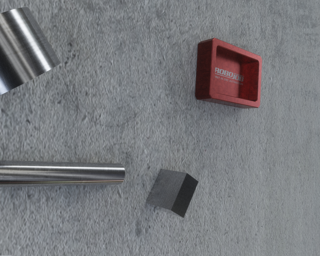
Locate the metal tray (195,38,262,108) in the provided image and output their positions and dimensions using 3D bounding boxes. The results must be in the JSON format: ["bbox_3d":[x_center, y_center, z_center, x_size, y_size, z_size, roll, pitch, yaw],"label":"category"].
[{"bbox_3d":[0.114,-0.083,0.499,0.131,0.030,0.089,6,87,-40],"label":"metal tray"}]

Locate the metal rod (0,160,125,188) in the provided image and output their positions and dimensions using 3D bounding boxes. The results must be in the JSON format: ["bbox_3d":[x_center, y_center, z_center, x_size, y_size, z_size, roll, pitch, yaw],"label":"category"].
[{"bbox_3d":[-0.163,0.040,0.268,0.302,0.025,0.025,7,86,-40],"label":"metal rod"}]

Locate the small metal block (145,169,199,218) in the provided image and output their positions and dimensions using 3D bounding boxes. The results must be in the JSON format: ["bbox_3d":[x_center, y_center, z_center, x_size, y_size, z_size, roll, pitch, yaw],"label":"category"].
[{"bbox_3d":[0.015,0.084,0.404,0.025,0.050,0.050,40,66,-33],"label":"small metal block"}]

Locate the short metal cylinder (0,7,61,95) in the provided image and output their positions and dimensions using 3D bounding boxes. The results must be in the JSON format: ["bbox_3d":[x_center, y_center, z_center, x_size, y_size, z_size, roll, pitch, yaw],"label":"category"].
[{"bbox_3d":[-0.133,-0.059,0.258,0.080,0.080,0.050,-40,115,-33],"label":"short metal cylinder"}]
